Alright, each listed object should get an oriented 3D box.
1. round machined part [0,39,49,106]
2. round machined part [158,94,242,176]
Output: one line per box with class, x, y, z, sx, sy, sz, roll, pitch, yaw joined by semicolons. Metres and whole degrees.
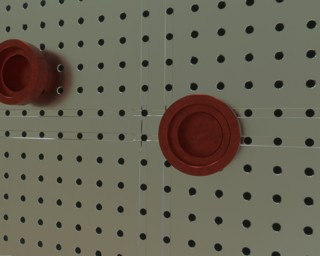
round machined part;-0.213;-0.083;0.477;0.098;0.042;0.097;0;90;19
round machined part;0.051;0.008;0.385;0.098;0.042;0.097;0;90;19
